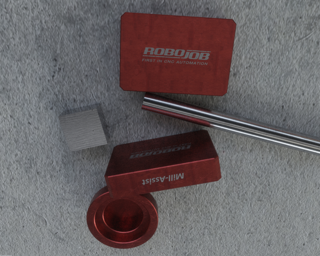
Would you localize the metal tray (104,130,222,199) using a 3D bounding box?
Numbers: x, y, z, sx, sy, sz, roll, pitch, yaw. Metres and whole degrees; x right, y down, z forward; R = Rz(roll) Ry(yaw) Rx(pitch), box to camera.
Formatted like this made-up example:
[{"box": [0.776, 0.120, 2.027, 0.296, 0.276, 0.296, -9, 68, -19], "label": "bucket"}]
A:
[{"box": [0.003, 0.042, 0.390, 0.131, 0.090, 0.030, -10, 110, 3], "label": "metal tray"}]

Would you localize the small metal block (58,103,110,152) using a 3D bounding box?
[{"box": [-0.098, -0.001, 0.408, 0.050, 0.025, 0.050, -12, 110, 4], "label": "small metal block"}]

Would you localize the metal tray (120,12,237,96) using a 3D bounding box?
[{"box": [0.019, -0.089, 0.375, 0.131, 0.030, 0.089, 3, 110, -2], "label": "metal tray"}]

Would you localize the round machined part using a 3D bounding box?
[{"box": [-0.052, 0.120, 0.444, 0.099, 0.042, 0.097, 0, 110, -1], "label": "round machined part"}]

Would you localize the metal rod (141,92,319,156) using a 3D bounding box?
[{"box": [0.124, 0.002, 0.412, 0.302, 0.025, 0.025, 14, 109, -6], "label": "metal rod"}]
